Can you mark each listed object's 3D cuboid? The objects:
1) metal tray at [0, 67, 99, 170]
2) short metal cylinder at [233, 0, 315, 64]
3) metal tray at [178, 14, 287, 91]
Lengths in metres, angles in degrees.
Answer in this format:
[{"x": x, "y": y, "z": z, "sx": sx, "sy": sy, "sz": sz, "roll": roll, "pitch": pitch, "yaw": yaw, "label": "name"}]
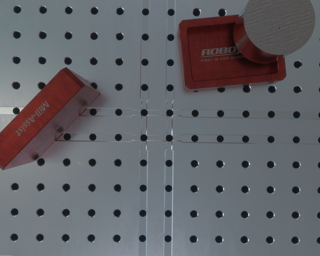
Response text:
[{"x": -0.137, "y": -0.011, "z": 0.379, "sx": 0.030, "sy": 0.090, "sz": 0.130, "roll": 44, "pitch": 90, "yaw": 0, "label": "metal tray"}, {"x": 0.134, "y": -0.122, "z": 0.371, "sx": 0.081, "sy": 0.050, "sz": 0.079, "roll": 0, "pitch": 90, "yaw": 0, "label": "short metal cylinder"}, {"x": 0.093, "y": -0.100, "z": 0.411, "sx": 0.131, "sy": 0.030, "sz": 0.089, "roll": -6, "pitch": 90, "yaw": 0, "label": "metal tray"}]
